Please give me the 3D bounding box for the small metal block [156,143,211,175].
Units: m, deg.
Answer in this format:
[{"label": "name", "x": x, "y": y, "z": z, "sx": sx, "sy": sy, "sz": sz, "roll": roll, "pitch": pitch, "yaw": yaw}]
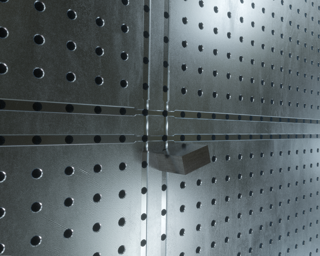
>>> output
[{"label": "small metal block", "x": 0.032, "y": 0.041, "z": 0.422, "sx": 0.050, "sy": 0.050, "sz": 0.025, "roll": -19, "pitch": 102, "yaw": -39}]
